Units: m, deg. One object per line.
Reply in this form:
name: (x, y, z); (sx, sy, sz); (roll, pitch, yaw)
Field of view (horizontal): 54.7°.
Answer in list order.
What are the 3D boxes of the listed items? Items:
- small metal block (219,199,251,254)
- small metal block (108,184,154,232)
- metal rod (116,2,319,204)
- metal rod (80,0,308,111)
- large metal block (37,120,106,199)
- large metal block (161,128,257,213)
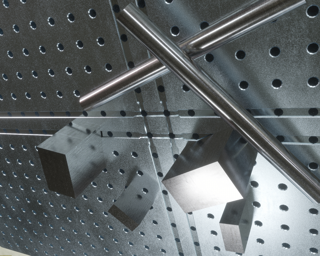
small metal block: (0.104, 0.132, 0.422); (0.025, 0.050, 0.050); (-2, 118, 29)
small metal block: (-0.046, 0.128, 0.499); (0.050, 0.050, 0.025); (39, 129, 1)
metal rod: (0.076, -0.020, 0.337); (0.300, 0.025, 0.025); (41, 130, -9)
metal rod: (0.010, -0.078, 0.357); (0.299, 0.025, 0.025); (-20, 108, 35)
large metal block: (-0.131, 0.046, 0.473); (0.050, 0.080, 0.079); (12, 123, 22)
large metal block: (0.061, 0.049, 0.374); (0.080, 0.080, 0.050); (-27, 104, 37)
